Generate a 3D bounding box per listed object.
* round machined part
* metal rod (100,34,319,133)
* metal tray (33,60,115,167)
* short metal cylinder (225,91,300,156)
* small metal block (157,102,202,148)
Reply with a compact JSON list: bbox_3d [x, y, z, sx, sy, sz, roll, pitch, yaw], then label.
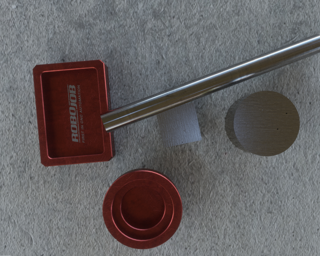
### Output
[{"bbox_3d":[-0.022,0.101,0.401,0.099,0.042,0.097,0,90,-1],"label":"round machined part"},{"bbox_3d":[0.071,-0.059,0.395,0.302,0.025,0.025,-21,90,-7],"label":"metal rod"},{"bbox_3d":[-0.111,-0.019,0.405,0.091,0.030,0.129,-5,90,-1],"label":"metal tray"},{"bbox_3d":[0.129,-0.006,0.399,0.081,0.050,0.079,0,90,-1],"label":"short metal cylinder"},{"bbox_3d":[0.024,-0.004,0.410,0.050,0.025,0.050,-12,90,-1],"label":"small metal block"}]
